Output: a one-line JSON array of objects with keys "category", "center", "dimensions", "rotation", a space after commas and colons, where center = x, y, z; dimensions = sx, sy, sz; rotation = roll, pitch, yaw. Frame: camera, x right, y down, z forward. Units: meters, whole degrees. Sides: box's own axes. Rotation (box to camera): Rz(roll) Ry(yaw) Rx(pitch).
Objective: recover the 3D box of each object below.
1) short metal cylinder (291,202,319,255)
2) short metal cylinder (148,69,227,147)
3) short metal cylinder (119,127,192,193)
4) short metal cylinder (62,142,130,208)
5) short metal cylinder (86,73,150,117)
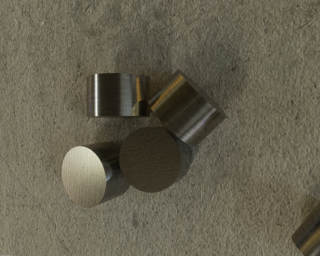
[{"category": "short metal cylinder", "center": [0.185, 0.119, 0.314], "dimensions": [0.080, 0.080, 0.050], "rotation": [37, 102, 16]}, {"category": "short metal cylinder", "center": [0.033, -0.024, 0.368], "dimensions": [0.050, 0.080, 0.080], "rotation": [-46, 76, 14]}, {"category": "short metal cylinder", "center": [-0.005, 0.038, 0.397], "dimensions": [0.080, 0.050, 0.080], "rotation": [0, 90, 19]}, {"category": "short metal cylinder", "center": [-0.085, 0.061, 0.416], "dimensions": [0.080, 0.050, 0.079], "rotation": [4, 97, 33]}, {"category": "short metal cylinder", "center": [-0.053, -0.039, 0.398], "dimensions": [0.080, 0.080, 0.050], "rotation": [0, 90, 20]}]
